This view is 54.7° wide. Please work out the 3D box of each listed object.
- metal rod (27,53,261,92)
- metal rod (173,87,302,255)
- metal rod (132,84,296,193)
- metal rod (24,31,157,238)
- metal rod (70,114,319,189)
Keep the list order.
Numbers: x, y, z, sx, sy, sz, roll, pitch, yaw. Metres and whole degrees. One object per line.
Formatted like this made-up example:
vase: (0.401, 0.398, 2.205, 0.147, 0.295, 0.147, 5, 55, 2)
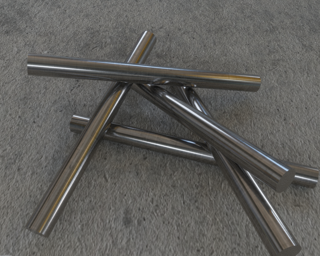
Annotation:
metal rod: (-0.006, -0.068, 0.399, 0.302, 0.025, 0.025, 2, 49, -18)
metal rod: (0.063, 0.010, 0.362, 0.025, 0.025, 0.300, -12, 41, -10)
metal rod: (0.025, -0.021, 0.372, 0.025, 0.025, 0.300, -29, 41, -22)
metal rod: (-0.069, -0.015, 0.380, 0.025, 0.025, 0.300, 16, 58, 13)
metal rod: (0.032, 0.025, 0.381, 0.301, 0.025, 0.025, 12, 51, 10)
